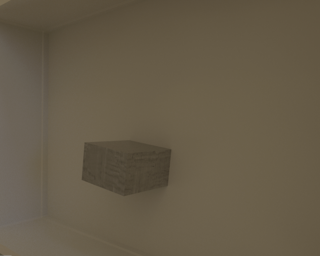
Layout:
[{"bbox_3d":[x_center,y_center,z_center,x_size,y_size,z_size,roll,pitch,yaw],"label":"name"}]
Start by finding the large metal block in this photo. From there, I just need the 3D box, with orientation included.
[{"bbox_3d":[-0.044,0.048,0.408,0.080,0.081,0.050,9,96,40],"label":"large metal block"}]
